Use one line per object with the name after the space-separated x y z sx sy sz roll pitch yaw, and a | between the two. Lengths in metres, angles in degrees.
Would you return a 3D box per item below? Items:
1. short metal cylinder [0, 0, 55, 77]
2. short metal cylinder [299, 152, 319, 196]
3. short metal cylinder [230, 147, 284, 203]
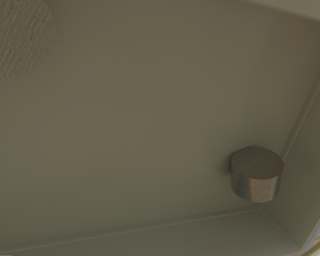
-0.135 -0.090 0.263 0.081 0.050 0.079 -14 125 -21 | short metal cylinder
0.339 0.095 0.644 0.081 0.050 0.079 -14 125 -21 | short metal cylinder
0.157 0.075 0.508 0.081 0.080 0.050 -19 126 -18 | short metal cylinder
